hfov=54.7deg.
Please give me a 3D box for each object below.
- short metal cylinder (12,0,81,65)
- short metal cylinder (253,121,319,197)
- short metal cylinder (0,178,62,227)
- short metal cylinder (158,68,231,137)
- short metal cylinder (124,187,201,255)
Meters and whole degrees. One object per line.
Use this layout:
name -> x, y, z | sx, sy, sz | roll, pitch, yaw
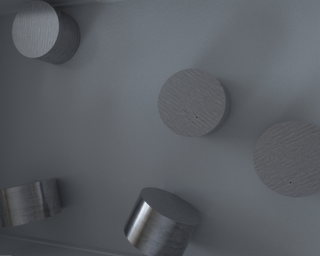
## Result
short metal cylinder -> -0.166, -0.138, 0.454 | 0.080, 0.050, 0.079 | 0, 90, 19
short metal cylinder -> 0.147, 0.032, 0.345 | 0.080, 0.050, 0.079 | 0, 90, 19
short metal cylinder -> -0.187, 0.105, 0.445 | 0.080, 0.080, 0.050 | -13, 86, 19
short metal cylinder -> 0.044, -0.029, 0.381 | 0.080, 0.050, 0.079 | 0, 90, 19
short metal cylinder -> 0.003, 0.115, 0.380 | 0.080, 0.080, 0.050 | 28, 99, 17
